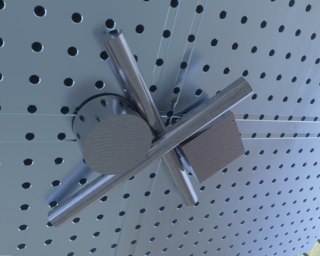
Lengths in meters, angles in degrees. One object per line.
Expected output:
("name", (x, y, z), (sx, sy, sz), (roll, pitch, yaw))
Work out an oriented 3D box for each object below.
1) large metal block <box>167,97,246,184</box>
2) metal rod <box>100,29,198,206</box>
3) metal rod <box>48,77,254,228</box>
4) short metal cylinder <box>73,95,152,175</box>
("large metal block", (0.065, 0.018, 0.435), (0.080, 0.050, 0.080), (-33, 129, -7))
("metal rod", (0.000, 0.010, 0.412), (0.025, 0.025, 0.299), (-32, 129, -8))
("metal rod", (-0.016, 0.034, 0.391), (0.300, 0.025, 0.025), (-35, 130, 6))
("short metal cylinder", (-0.056, 0.008, 0.365), (0.081, 0.050, 0.079), (-14, 124, -21))
